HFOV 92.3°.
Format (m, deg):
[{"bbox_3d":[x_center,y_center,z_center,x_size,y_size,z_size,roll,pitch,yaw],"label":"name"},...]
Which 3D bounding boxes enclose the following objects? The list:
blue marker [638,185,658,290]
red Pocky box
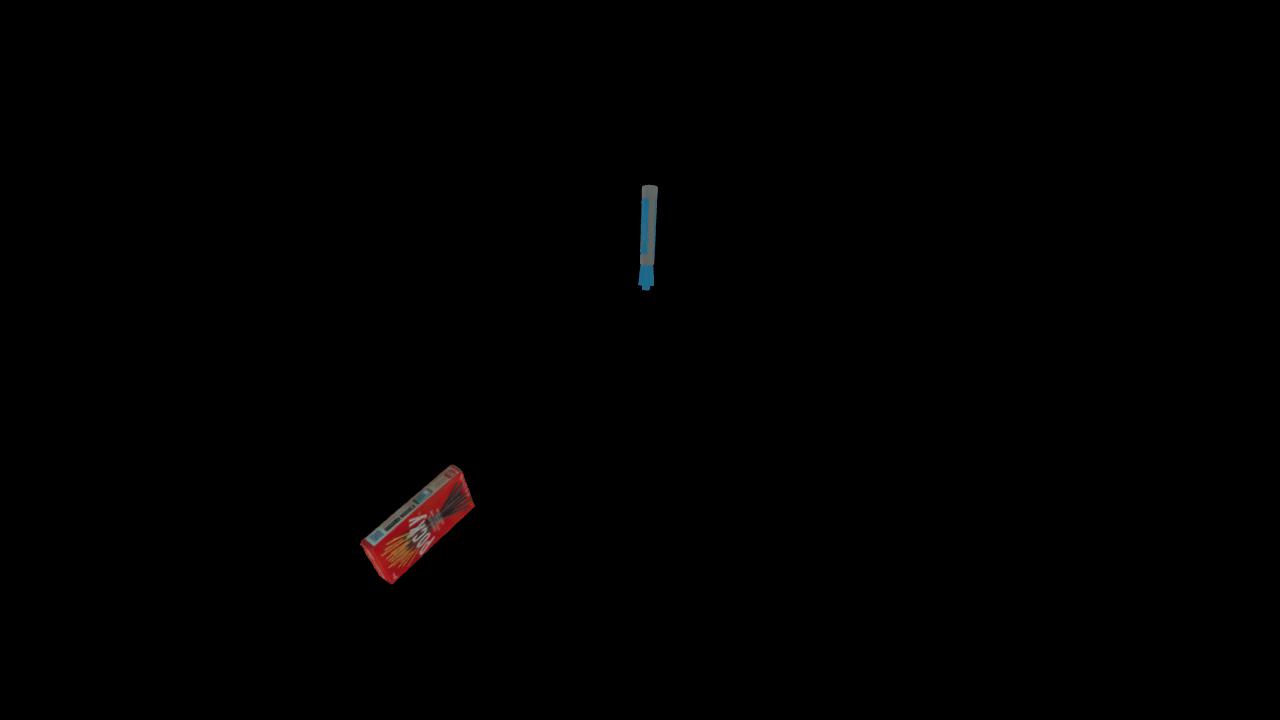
[{"bbox_3d":[0.009,-0.142,0.721,0.020,0.121,0.020,2,3,0],"label":"blue marker"},{"bbox_3d":[-0.298,0.223,0.841,0.028,0.083,0.155,22,47,28],"label":"red Pocky box"}]
